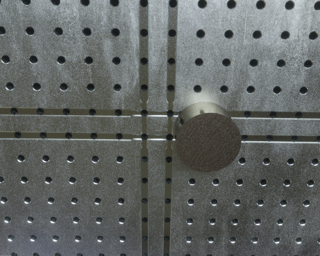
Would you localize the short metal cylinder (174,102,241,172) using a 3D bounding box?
[{"bbox_3d":[0.060,0.011,0.404,0.080,0.050,0.079,0,110,0],"label":"short metal cylinder"}]
